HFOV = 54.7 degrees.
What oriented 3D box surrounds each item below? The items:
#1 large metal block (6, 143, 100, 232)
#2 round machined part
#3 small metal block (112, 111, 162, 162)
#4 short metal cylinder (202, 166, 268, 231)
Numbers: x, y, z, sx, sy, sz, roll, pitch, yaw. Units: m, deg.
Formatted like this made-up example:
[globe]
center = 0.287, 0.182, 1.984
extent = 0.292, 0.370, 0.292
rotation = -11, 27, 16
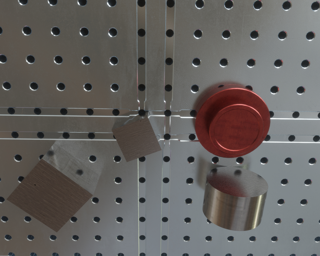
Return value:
[large metal block]
center = -0.144, 0.082, 0.428
extent = 0.080, 0.050, 0.080
rotation = 40, 105, -14
[round machined part]
center = 0.095, -0.004, 0.404
extent = 0.099, 0.042, 0.097
rotation = 0, 110, -1
[small metal block]
center = -0.030, 0.012, 0.417
extent = 0.050, 0.025, 0.050
rotation = -20, 109, 6
[short metal cylinder]
center = 0.101, 0.093, 0.420
extent = 0.081, 0.080, 0.050
rotation = 3, 110, -2
